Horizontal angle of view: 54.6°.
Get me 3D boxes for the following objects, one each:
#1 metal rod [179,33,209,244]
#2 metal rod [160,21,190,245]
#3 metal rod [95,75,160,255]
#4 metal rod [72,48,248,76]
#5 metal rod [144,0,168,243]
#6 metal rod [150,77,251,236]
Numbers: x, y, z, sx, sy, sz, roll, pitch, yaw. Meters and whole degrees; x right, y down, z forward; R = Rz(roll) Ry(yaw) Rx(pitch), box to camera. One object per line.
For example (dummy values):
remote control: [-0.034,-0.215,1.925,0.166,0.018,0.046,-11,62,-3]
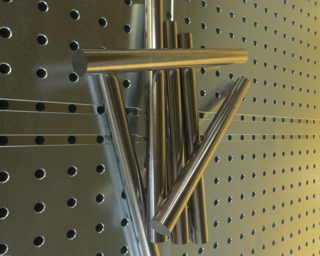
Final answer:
metal rod: [0.046,0.018,0.445,0.025,0.025,0.298,-9,96,-40]
metal rod: [0.019,0.008,0.424,0.025,0.025,0.298,-6,94,-40]
metal rod: [-0.032,0.075,0.381,0.025,0.025,0.298,-20,103,-38]
metal rod: [0.029,-0.088,0.392,0.302,0.025,0.025,-15,100,-45]
metal rod: [-0.006,-0.015,0.385,0.025,0.025,0.299,4,82,-40]
metal rod: [0.071,0.016,0.431,0.025,0.025,0.301,59,46,-24]
